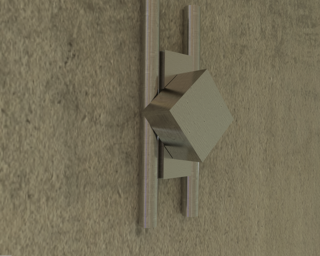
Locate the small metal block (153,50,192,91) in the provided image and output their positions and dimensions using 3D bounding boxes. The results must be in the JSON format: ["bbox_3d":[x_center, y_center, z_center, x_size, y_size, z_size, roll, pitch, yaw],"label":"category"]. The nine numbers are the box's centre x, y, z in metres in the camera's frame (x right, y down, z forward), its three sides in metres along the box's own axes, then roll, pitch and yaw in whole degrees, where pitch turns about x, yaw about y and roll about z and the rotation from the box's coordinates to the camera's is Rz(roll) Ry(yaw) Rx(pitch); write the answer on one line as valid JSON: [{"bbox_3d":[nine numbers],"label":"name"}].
[{"bbox_3d":[0.017,-0.075,0.421,0.050,0.025,0.050,1,90,-40],"label":"small metal block"}]

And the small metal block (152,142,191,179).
[{"bbox_3d":[0.016,0.041,0.420,0.050,0.025,0.050,1,90,-40],"label":"small metal block"}]

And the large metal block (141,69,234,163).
[{"bbox_3d":[0.037,-0.015,0.388,0.080,0.050,0.080,-49,119,-29],"label":"large metal block"}]

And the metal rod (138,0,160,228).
[{"bbox_3d":[-0.013,-0.025,0.397,0.025,0.025,0.298,1,90,-40],"label":"metal rod"}]

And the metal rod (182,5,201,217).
[{"bbox_3d":[0.045,-0.024,0.447,0.025,0.025,0.298,1,90,-40],"label":"metal rod"}]
